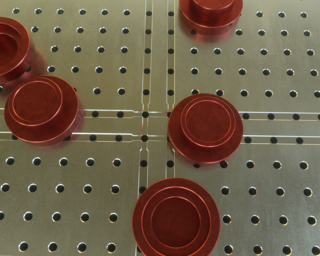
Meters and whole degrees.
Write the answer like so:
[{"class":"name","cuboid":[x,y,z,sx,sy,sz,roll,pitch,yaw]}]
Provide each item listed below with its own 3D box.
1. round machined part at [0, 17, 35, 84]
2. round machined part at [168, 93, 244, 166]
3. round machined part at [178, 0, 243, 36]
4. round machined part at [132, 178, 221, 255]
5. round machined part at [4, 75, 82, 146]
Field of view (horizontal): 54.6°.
[{"class":"round machined part","cuboid":[-0.226,-0.105,0.440,0.099,0.042,0.098,0,70,0]},{"class":"round machined part","cuboid":[0.060,-0.002,0.404,0.099,0.042,0.098,0,70,0]},{"class":"round machined part","cuboid":[0.078,-0.195,0.474,0.099,0.042,0.098,0,70,0]},{"class":"round machined part","cuboid":[0.018,0.110,0.363,0.099,0.042,0.098,0,70,0]},{"class":"round machined part","cuboid":[-0.158,-0.028,0.412,0.099,0.042,0.098,0,70,0]}]
